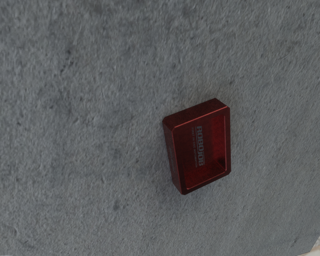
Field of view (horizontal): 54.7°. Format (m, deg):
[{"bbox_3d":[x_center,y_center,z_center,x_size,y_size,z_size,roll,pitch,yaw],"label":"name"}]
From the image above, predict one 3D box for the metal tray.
[{"bbox_3d":[0.058,0.030,0.455,0.091,0.030,0.129,-22,127,-16],"label":"metal tray"}]
